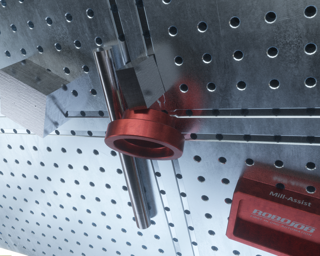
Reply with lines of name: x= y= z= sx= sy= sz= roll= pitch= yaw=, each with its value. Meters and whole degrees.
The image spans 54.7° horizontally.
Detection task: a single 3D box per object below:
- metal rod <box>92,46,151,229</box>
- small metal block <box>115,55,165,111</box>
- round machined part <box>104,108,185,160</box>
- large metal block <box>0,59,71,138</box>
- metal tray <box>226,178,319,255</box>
metal rod: x=-0.049 y=0.032 z=0.454 sx=0.025 sy=0.025 sz=0.298 roll=5 pitch=121 yaw=25
small metal block: x=-0.022 y=-0.055 z=0.371 sx=0.025 sy=0.050 sz=0.050 roll=-5 pitch=115 yaw=30
round machined part: x=-0.017 y=0.007 z=0.391 sx=0.099 sy=0.042 sz=0.098 roll=8 pitch=160 yaw=3
large metal block: x=-0.188 y=-0.044 z=0.464 sx=0.080 sy=0.050 sz=0.079 roll=29 pitch=128 yaw=9
metal tray: x=0.158 y=0.124 z=0.401 sx=0.130 sy=0.030 sz=0.089 roll=14 pitch=124 yaw=20
